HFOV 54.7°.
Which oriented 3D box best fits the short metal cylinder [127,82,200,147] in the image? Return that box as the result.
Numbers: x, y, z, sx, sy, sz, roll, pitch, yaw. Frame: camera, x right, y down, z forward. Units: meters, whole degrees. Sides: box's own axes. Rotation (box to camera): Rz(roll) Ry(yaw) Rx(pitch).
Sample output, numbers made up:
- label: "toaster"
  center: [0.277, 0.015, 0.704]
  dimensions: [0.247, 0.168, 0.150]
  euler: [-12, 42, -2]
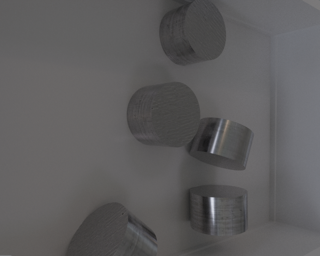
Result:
- label: "short metal cylinder"
  center: [0.005, -0.016, 0.395]
  dimensions: [0.081, 0.050, 0.080]
  euler: [0, 90, -40]

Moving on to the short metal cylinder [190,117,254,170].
- label: "short metal cylinder"
  center: [0.088, 0.024, 0.445]
  dimensions: [0.080, 0.080, 0.050]
  euler: [30, 72, -36]

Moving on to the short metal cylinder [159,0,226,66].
- label: "short metal cylinder"
  center: [0.046, -0.130, 0.428]
  dimensions: [0.081, 0.050, 0.080]
  euler: [0, 90, -40]

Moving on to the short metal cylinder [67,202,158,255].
- label: "short metal cylinder"
  center: [-0.050, 0.127, 0.329]
  dimensions: [0.050, 0.080, 0.080]
  euler: [50, 61, -29]

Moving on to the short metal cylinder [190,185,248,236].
- label: "short metal cylinder"
  center: [0.083, 0.114, 0.441]
  dimensions: [0.081, 0.080, 0.050]
  euler: [-2, 92, -40]
